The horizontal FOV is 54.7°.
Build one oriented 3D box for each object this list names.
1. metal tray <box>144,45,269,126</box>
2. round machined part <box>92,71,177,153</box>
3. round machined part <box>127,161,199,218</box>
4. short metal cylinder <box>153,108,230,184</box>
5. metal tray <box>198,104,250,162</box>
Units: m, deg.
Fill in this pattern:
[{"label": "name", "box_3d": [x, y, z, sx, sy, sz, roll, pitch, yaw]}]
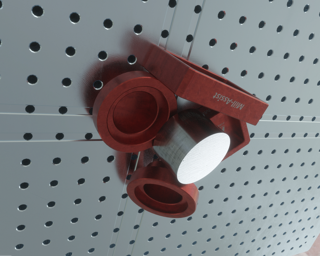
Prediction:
[{"label": "metal tray", "box_3d": [0.056, -0.050, 0.370, 0.131, 0.090, 0.030, 16, 110, -35]}, {"label": "round machined part", "box_3d": [-0.032, -0.022, 0.370, 0.099, 0.042, 0.097, -14, 125, -21]}, {"label": "round machined part", "box_3d": [0.007, 0.083, 0.434, 0.098, 0.042, 0.097, 12, 139, 11]}, {"label": "short metal cylinder", "box_3d": [0.039, 0.023, 0.384, 0.081, 0.050, 0.080, -26, 141, -23]}, {"label": "metal tray", "box_3d": [0.066, 0.018, 0.456, 0.131, 0.030, 0.090, -32, 129, -8]}]
